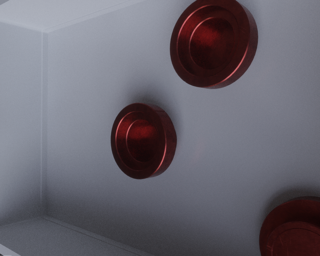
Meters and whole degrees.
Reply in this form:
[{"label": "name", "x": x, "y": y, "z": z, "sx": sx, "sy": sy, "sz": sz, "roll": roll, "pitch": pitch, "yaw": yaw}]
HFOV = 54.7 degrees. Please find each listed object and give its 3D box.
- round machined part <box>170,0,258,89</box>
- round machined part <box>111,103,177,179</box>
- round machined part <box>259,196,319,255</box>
[{"label": "round machined part", "x": 0.062, "y": -0.092, "z": 0.344, "sx": 0.098, "sy": 0.042, "sz": 0.097, "roll": 0, "pitch": 90, "yaw": 40}, {"label": "round machined part", "x": -0.017, "y": 0.016, "z": 0.410, "sx": 0.098, "sy": 0.042, "sz": 0.097, "roll": 0, "pitch": 90, "yaw": 40}, {"label": "round machined part", "x": 0.137, "y": 0.115, "z": 0.282, "sx": 0.098, "sy": 0.042, "sz": 0.097, "roll": 0, "pitch": 90, "yaw": 40}]
